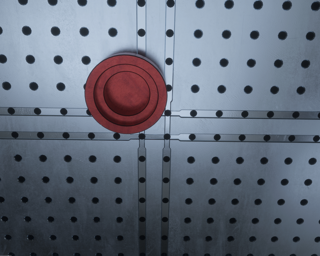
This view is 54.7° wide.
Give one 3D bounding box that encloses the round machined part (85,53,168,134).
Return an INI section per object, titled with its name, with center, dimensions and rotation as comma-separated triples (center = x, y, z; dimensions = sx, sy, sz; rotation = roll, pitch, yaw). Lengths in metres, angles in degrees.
[round machined part]
center = -0.040, -0.045, 0.387
dimensions = 0.099, 0.042, 0.097
rotation = 0, 110, -1
